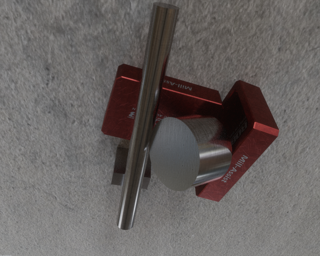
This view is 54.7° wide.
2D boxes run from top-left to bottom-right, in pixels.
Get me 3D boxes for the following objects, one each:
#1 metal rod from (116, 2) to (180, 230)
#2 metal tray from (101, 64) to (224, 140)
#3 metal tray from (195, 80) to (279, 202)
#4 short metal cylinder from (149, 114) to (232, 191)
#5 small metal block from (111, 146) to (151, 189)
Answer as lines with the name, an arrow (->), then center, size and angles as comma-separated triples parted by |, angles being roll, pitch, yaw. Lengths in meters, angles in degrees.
metal rod -> -0.022, 0.010, 0.366 | 0.025, 0.025, 0.298 | 8, 121, -7
metal tray -> 0.001, -0.019, 0.388 | 0.131, 0.030, 0.089 | 14, 129, -12
metal tray -> 0.084, 0.018, 0.382 | 0.030, 0.090, 0.129 | 18, 128, -15
short metal cylinder -> 0.032, 0.025, 0.347 | 0.050, 0.080, 0.079 | -7, 140, -39
small metal block -> -0.040, 0.056, 0.439 | 0.050, 0.050, 0.025 | 10, 129, -9
